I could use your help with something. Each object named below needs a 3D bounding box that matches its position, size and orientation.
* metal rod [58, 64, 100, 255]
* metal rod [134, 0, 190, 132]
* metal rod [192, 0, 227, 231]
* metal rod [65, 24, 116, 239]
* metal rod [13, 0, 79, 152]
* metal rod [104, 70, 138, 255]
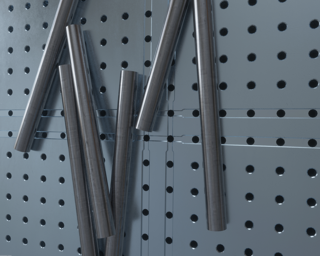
[{"bbox_3d":[-0.118,0.056,0.454,0.025,0.025,0.299,-9,87,20],"label":"metal rod"},{"bbox_3d":[0.018,-0.141,0.406,0.025,0.025,0.298,18,96,19],"label":"metal rod"},{"bbox_3d":[0.062,-0.024,0.390,0.025,0.025,0.298,-4,89,20],"label":"metal rod"},{"bbox_3d":[-0.099,-0.002,0.433,0.025,0.025,0.299,-15,80,19],"label":"metal rod"},{"bbox_3d":[-0.166,-0.105,0.472,0.025,0.025,0.299,23,98,18],"label":"metal rod"},{"bbox_3d":[-0.056,0.071,0.432,0.025,0.025,0.298,6,92,20],"label":"metal rod"}]
